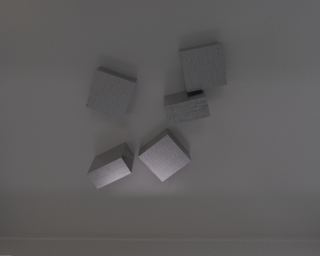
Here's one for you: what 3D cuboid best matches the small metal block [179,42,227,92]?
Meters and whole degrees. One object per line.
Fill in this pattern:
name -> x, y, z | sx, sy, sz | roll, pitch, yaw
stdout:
small metal block -> 0.053, -0.076, 0.384 | 0.050, 0.025, 0.050 | -11, 110, 4

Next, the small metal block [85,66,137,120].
small metal block -> -0.061, -0.045, 0.394 | 0.050, 0.025, 0.050 | 18, 109, -7

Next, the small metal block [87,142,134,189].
small metal block -> -0.064, 0.049, 0.415 | 0.050, 0.050, 0.025 | -26, 108, 9

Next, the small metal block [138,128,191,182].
small metal block -> 0.006, 0.037, 0.425 | 0.050, 0.025, 0.050 | -38, 106, 12

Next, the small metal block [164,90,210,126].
small metal block -> 0.032, -0.028, 0.388 | 0.050, 0.050, 0.025 | -13, 110, 5
